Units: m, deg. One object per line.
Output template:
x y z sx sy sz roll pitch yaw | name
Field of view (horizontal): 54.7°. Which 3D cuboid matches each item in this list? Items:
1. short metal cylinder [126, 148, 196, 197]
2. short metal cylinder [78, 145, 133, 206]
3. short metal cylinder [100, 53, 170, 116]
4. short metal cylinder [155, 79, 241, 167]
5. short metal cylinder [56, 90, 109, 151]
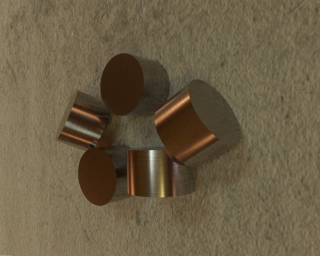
0.001 0.049 0.366 0.080 0.081 0.050 -3 89 39 | short metal cylinder
-0.072 0.066 0.444 0.080 0.050 0.079 2 93 38 | short metal cylinder
-0.034 -0.056 0.415 0.080 0.050 0.079 0 90 39 | short metal cylinder
0.041 -0.005 0.334 0.050 0.081 0.080 -37 68 33 | short metal cylinder
-0.114 -0.010 0.457 0.080 0.050 0.080 -49 28 38 | short metal cylinder
